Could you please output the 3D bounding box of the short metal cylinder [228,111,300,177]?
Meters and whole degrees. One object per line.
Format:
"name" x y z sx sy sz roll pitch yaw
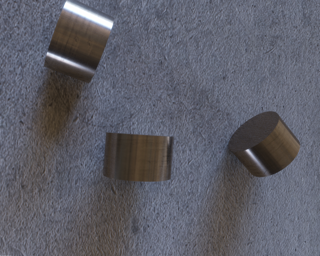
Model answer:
"short metal cylinder" 0.144 0.022 0.433 0.080 0.080 0.050 -46 105 -14

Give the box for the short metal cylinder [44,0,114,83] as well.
"short metal cylinder" -0.090 -0.096 0.346 0.050 0.080 0.080 20 83 -19

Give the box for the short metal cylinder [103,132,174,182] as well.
"short metal cylinder" -0.026 0.033 0.370 0.081 0.080 0.050 4 89 -20
